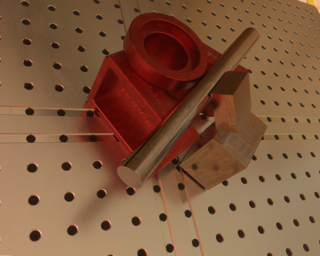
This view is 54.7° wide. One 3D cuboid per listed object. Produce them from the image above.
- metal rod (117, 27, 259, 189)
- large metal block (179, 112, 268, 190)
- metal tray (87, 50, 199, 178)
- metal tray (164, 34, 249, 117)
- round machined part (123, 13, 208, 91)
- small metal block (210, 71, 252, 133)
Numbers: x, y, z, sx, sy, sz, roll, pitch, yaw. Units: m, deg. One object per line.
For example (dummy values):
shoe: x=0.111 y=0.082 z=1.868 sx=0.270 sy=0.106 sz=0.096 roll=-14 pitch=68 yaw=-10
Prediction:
metal rod: x=0.053 y=-0.046 z=0.350 sx=0.025 sy=0.025 sz=0.301 roll=42 pitch=51 yaw=0
large metal block: x=0.081 y=0.023 z=0.400 sx=0.050 sy=0.080 sz=0.080 roll=42 pitch=51 yaw=0
metal tray: x=-0.025 y=-0.014 z=0.362 sx=0.030 sy=0.090 sz=0.130 roll=-33 pitch=81 yaw=-38
metal tray: x=0.046 y=-0.075 z=0.438 sx=0.131 sy=0.090 sz=0.030 roll=28 pitch=53 yaw=-11
round machined part: x=0.003 y=-0.084 z=0.363 sx=0.099 sy=0.042 sz=0.098 roll=14 pitch=56 yaw=-21
small metal block: x=0.082 y=-0.030 z=0.352 sx=0.025 sy=0.050 sz=0.050 roll=9 pitch=42 yaw=32
